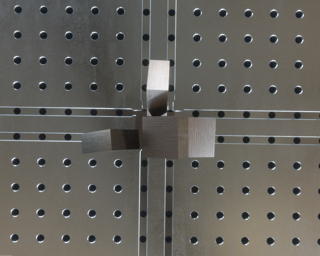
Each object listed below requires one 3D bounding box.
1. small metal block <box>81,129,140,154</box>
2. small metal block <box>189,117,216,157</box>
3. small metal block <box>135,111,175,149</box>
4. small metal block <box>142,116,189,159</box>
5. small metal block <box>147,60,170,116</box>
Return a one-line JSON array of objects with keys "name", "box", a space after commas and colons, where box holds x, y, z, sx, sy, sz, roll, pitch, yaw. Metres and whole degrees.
[{"name": "small metal block", "box": [-0.062, 0.017, 0.390, 0.050, 0.050, 0.025, -9, 84, 35]}, {"name": "small metal block", "box": [0.044, 0.012, 0.403, 0.050, 0.025, 0.050, 3, 90, -31]}, {"name": "small metal block", "box": [-0.007, 0.003, 0.414, 0.050, 0.025, 0.050, 2, 90, 0]}, {"name": "small metal block", "box": [0.006, 0.011, 0.377, 0.050, 0.025, 0.050, 0, 90, 33]}, {"name": "small metal block", "box": [-0.002, -0.049, 0.391, 0.025, 0.050, 0.050, 3, 54, 1]}]
